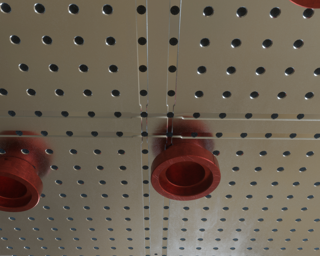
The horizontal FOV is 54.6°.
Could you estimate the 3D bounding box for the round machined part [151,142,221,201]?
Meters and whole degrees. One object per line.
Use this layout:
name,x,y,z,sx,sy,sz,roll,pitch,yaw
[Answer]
round machined part,0.036,0.059,0.451,0.099,0.042,0.097,0,130,0

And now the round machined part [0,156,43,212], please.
round machined part,-0.227,0.081,0.467,0.099,0.042,0.097,0,130,0

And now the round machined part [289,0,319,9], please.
round machined part,0.141,-0.159,0.266,0.099,0.042,0.097,0,130,0
